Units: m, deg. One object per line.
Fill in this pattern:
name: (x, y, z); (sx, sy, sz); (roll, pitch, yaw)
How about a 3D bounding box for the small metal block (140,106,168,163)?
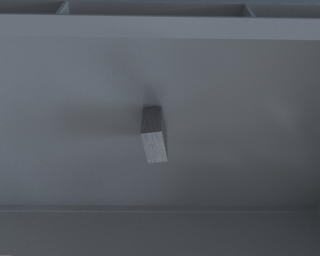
small metal block: (-0.006, 0.009, 0.395); (0.025, 0.050, 0.050); (-7, 129, 6)
